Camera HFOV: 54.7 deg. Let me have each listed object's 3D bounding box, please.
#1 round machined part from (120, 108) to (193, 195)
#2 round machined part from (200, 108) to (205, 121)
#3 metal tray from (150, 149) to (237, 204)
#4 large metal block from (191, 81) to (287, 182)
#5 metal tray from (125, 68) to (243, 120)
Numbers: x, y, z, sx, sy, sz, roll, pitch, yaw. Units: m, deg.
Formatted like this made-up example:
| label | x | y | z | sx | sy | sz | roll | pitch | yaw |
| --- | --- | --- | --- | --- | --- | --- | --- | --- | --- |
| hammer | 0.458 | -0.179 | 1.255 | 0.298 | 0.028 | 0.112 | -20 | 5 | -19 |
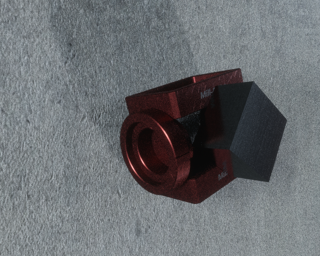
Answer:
| label | x | y | z | sx | sy | sz | roll | pitch | yaw |
| --- | --- | --- | --- | --- | --- | --- | --- | --- | --- |
| round machined part | 0.000 | 0.024 | 0.360 | 0.042 | 0.098 | 0.097 | -20 | 103 | -39 |
| round machined part | 0.096 | -0.015 | 0.441 | 0.042 | 0.098 | 0.097 | -20 | 103 | -39 |
| metal tray | 0.057 | 0.051 | 0.412 | 0.131 | 0.090 | 0.030 | -23 | 105 | -38 |
| large metal block | 0.092 | 0.005 | 0.349 | 0.080 | 0.050 | 0.080 | 37 | 67 | -34 |
| metal tray | 0.034 | -0.044 | 0.395 | 0.131 | 0.090 | 0.030 | -23 | 105 | -38 |
